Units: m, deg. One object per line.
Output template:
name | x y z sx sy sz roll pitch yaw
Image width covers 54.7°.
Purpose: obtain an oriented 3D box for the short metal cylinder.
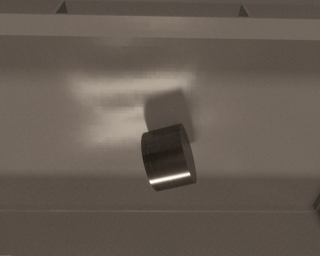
short metal cylinder | 0.013 0.039 0.406 0.050 0.080 0.080 -15 129 12
